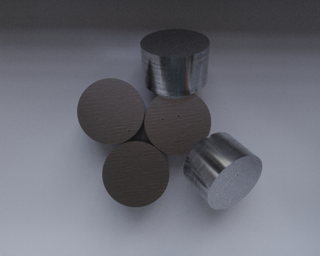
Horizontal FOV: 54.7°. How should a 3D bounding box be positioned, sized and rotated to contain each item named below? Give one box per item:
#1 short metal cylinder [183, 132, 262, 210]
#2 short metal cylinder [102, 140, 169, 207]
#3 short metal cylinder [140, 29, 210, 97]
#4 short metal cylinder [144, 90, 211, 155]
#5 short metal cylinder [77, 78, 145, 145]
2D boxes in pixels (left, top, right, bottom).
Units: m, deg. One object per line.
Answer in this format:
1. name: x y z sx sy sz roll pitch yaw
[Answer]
1. short metal cylinder: 0.076 0.052 0.378 0.081 0.050 0.079 -18 129 -23
2. short metal cylinder: -0.029 0.055 0.397 0.081 0.050 0.079 0 90 -1
3. short metal cylinder: 0.018 -0.081 0.375 0.081 0.080 0.050 -3 129 -1
4. short metal cylinder: 0.021 -0.007 0.397 0.081 0.050 0.079 0 90 -1
5. short metal cylinder: -0.059 -0.020 0.396 0.081 0.050 0.079 0 90 -1
